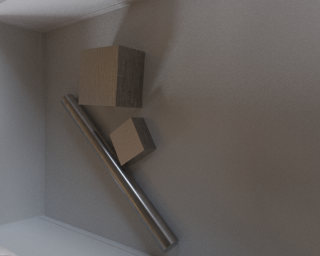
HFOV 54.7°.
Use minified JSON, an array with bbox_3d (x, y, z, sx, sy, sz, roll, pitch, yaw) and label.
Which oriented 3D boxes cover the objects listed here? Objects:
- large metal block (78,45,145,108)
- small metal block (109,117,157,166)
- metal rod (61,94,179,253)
[{"bbox_3d":[-0.070,-0.071,0.446,0.080,0.050,0.079,6,94,39],"label":"large metal block"},{"bbox_3d":[-0.039,0.019,0.437,0.050,0.025,0.050,-36,68,34],"label":"small metal block"},{"bbox_3d":[-0.072,0.051,0.463,0.300,0.025,0.025,49,119,28],"label":"metal rod"}]
